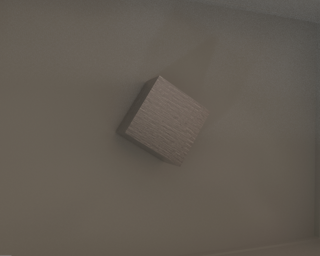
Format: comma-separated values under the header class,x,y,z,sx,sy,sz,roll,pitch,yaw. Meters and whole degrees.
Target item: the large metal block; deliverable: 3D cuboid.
class,x,y,z,sx,sy,sz,roll,pitch,yaw
large metal block,0.003,-0.008,0.395,0.080,0.050,0.080,33,79,-17
